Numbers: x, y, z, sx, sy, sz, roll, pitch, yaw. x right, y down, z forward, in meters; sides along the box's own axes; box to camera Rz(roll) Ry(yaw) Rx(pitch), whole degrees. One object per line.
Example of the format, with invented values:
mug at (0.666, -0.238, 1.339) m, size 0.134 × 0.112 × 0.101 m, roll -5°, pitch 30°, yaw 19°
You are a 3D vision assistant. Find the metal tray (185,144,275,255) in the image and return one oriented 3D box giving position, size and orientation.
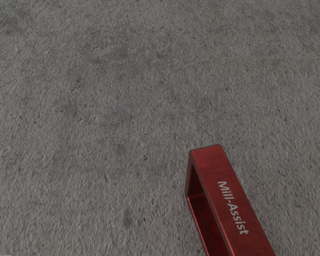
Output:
metal tray at (0.059, 0.091, 0.284) m, size 0.030 × 0.090 × 0.130 m, roll -12°, pitch 51°, yaw -9°
